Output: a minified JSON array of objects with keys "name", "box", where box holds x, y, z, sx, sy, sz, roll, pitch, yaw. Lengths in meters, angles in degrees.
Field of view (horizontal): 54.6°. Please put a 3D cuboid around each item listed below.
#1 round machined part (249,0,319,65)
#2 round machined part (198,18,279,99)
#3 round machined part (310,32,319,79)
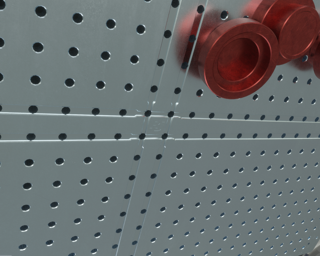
[{"name":"round machined part","box":[0.171,-0.130,0.412,0.099,0.042,0.097,-14,124,-21]},{"name":"round machined part","box":[0.094,-0.089,0.389,0.099,0.042,0.097,-9,125,-13]},{"name":"round machined part","box":[0.271,-0.119,0.474,0.099,0.042,0.097,-14,124,-21]}]
